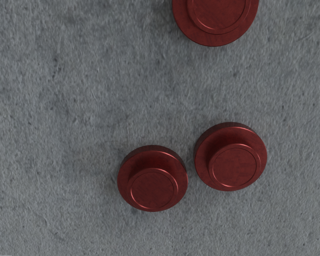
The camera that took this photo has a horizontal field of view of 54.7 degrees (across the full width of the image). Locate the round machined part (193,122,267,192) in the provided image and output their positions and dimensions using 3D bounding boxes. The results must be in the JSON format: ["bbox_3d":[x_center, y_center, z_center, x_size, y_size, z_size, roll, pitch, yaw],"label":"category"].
[{"bbox_3d":[0.096,0.045,0.419,0.099,0.042,0.097,0,110,-1],"label":"round machined part"}]

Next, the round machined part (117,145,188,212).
[{"bbox_3d":[-0.010,0.076,0.429,0.099,0.042,0.097,0,110,-1],"label":"round machined part"}]

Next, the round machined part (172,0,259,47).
[{"bbox_3d":[0.063,-0.142,0.349,0.099,0.042,0.097,0,110,-1],"label":"round machined part"}]
